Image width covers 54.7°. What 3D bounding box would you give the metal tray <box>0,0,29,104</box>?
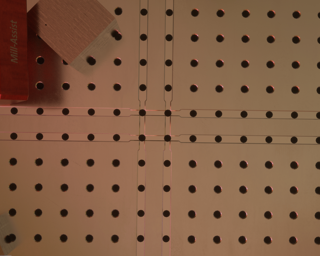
[{"bbox_3d":[-0.192,-0.096,0.379,0.030,0.090,0.129,-1,90,-41],"label":"metal tray"}]

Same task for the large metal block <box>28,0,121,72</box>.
[{"bbox_3d":[-0.111,-0.133,0.399,0.080,0.050,0.080,44,90,-1],"label":"large metal block"}]

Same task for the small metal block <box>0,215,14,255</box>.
[{"bbox_3d":[-0.232,0.152,0.410,0.050,0.025,0.050,-22,90,-1],"label":"small metal block"}]
